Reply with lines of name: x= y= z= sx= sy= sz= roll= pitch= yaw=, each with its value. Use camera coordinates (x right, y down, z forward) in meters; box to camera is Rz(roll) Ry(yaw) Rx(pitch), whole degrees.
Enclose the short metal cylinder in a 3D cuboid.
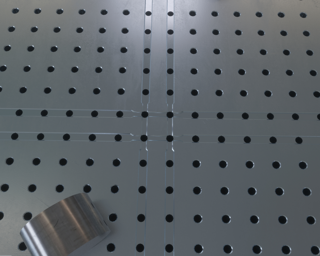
short metal cylinder: x=-0.102 y=0.115 z=0.339 sx=0.080 sy=0.080 sz=0.050 roll=-34 pitch=74 yaw=-11
